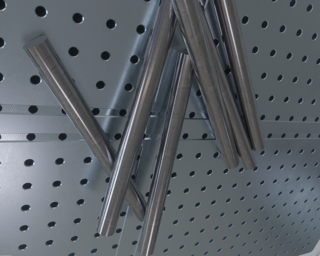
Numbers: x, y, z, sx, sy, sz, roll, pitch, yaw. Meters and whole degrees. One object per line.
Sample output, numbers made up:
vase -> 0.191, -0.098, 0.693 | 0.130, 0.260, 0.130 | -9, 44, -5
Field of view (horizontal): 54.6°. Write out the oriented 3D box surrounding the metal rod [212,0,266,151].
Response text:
metal rod -> 0.110, -0.076, 0.423 | 0.025, 0.025, 0.299 | -33, 129, -7

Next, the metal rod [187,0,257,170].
metal rod -> 0.093, -0.037, 0.437 | 0.025, 0.025, 0.300 | -35, 129, -5

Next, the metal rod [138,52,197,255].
metal rod -> 0.006, 0.048, 0.423 | 0.025, 0.025, 0.298 | 0, 112, -29

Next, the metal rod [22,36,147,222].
metal rod -> -0.072, 0.026, 0.387 | 0.025, 0.025, 0.299 | -31, 129, -9

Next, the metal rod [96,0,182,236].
metal rod -> -0.029, -0.003, 0.369 | 0.025, 0.025, 0.298 | 8, 107, -32

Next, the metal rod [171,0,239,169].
metal rod -> 0.070, -0.036, 0.402 | 0.025, 0.025, 0.299 | -34, 136, -6
